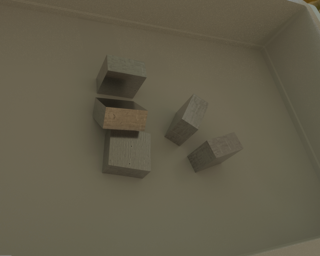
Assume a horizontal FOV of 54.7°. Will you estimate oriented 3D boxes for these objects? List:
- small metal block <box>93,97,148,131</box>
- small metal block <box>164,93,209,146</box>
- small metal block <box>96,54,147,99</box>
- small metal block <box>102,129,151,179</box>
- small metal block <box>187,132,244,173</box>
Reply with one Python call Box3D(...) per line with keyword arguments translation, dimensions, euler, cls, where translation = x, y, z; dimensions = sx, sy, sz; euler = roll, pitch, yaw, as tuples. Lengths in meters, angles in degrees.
Box3D(translation=(-0.049, -0.017, 0.373), dimensions=(0.050, 0.025, 0.050), euler=(4, 16, -27), cls="small metal block")
Box3D(translation=(0.036, -0.010, 0.417), dimensions=(0.025, 0.050, 0.050), euler=(33, 51, -7), cls="small metal block")
Box3D(translation=(-0.051, -0.065, 0.403), dimensions=(0.050, 0.050, 0.025), euler=(6, 59, -26), cls="small metal block")
Box3D(translation=(-0.039, 0.029, 0.368), dimensions=(0.050, 0.025, 0.050), euler=(12, 57, -22), cls="small metal block")
Box3D(translation=(0.073, 0.033, 0.411), dimensions=(0.050, 0.050, 0.025), euler=(-14, 69, -34), cls="small metal block")
